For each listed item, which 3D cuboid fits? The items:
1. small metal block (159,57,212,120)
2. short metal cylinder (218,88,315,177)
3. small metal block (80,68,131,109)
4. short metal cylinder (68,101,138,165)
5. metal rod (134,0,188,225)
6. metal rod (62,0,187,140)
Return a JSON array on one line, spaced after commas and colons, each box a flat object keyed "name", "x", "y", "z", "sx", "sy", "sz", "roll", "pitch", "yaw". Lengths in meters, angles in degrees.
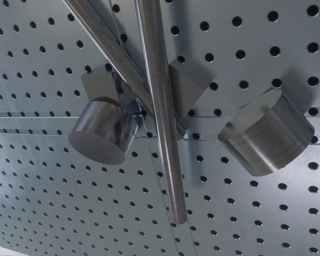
[{"name": "small metal block", "x": 0.024, "y": -0.047, "z": 0.370, "sx": 0.050, "sy": 0.025, "sz": 0.050, "roll": 38, "pitch": 129, "yaw": 3}, {"name": "short metal cylinder", "x": 0.108, "y": 0.004, "z": 0.321, "sx": 0.050, "sy": 0.080, "sz": 0.080, "roll": 48, "pitch": 129, "yaw": -5}, {"name": "small metal block", "x": -0.072, "y": -0.052, "z": 0.417, "sx": 0.050, "sy": 0.025, "sz": 0.050, "roll": 1, "pitch": 119, "yaw": 28}, {"name": "short metal cylinder", "x": -0.076, "y": 0.008, "z": 0.422, "sx": 0.080, "sy": 0.050, "sz": 0.080, "roll": 14, "pitch": 147, "yaw": 10}, {"name": "metal rod", "x": 0.007, "y": -0.003, "z": 0.372, "sx": 0.025, "sy": 0.025, "sz": 0.298, "roll": 5, "pitch": 120, "yaw": 25}, {"name": "metal rod", "x": -0.065, "y": -0.105, "z": 0.380, "sx": 0.025, "sy": 0.025, "sz": 0.300, "roll": -30, "pitch": 102, "yaw": 38}]
